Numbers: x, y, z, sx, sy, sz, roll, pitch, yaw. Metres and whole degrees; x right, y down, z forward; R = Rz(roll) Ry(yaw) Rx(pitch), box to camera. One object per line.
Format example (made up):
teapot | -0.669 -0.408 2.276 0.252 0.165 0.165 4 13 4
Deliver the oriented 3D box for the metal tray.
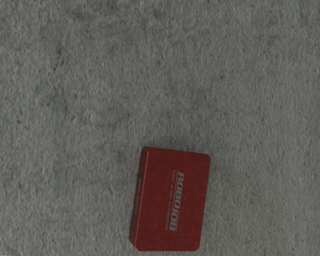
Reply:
metal tray | 0.014 0.094 0.413 0.091 0.030 0.129 9 87 -20
